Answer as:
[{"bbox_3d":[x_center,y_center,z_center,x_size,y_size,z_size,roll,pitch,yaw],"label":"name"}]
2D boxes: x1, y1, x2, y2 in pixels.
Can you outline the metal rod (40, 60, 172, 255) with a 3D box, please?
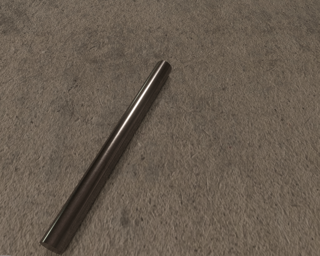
[{"bbox_3d":[-0.050,0.011,0.392,0.025,0.025,0.301,18,52,14],"label":"metal rod"}]
